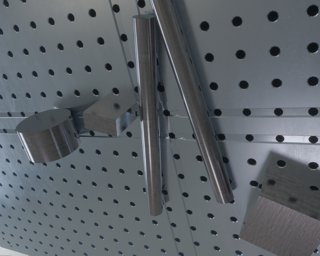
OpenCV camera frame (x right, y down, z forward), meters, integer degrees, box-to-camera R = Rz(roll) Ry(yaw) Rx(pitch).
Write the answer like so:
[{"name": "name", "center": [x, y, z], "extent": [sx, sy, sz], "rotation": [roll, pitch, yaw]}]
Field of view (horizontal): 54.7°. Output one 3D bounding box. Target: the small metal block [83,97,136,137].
[{"name": "small metal block", "center": [-0.067, -0.017, 0.420], "extent": [0.050, 0.050, 0.025], "rotation": [14, 124, 20]}]

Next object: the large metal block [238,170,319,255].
[{"name": "large metal block", "center": [0.153, 0.111, 0.383], "extent": [0.080, 0.050, 0.079], "rotation": [22, 127, 15]}]

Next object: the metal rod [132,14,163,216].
[{"name": "metal rod", "center": [-0.013, 0.004, 0.420], "extent": [0.025, 0.025, 0.298], "rotation": [11, 123, 22]}]

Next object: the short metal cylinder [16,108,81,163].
[{"name": "short metal cylinder", "center": [-0.168, 0.010, 0.470], "extent": [0.080, 0.080, 0.050], "rotation": [3, 120, 27]}]

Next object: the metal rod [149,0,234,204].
[{"name": "metal rod", "center": [0.040, -0.035, 0.368], "extent": [0.025, 0.025, 0.298], "rotation": [-7, 115, 31]}]
